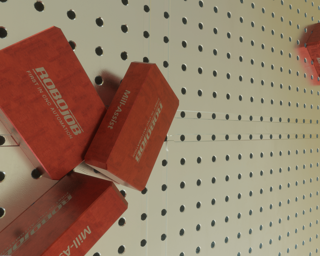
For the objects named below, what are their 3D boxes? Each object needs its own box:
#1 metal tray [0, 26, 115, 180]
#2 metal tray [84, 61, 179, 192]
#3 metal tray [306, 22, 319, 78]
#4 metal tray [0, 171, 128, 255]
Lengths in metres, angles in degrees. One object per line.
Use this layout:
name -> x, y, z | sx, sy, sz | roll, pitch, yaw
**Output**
metal tray -> -0.111, -0.024, 0.314 | 0.090, 0.030, 0.129 | -41, 115, -32
metal tray -> -0.026, -0.001, 0.365 | 0.090, 0.030, 0.130 | 50, 58, -55
metal tray -> 0.404, -0.180, 0.749 | 0.130, 0.030, 0.090 | 50, 60, -28
metal tray -> -0.102, 0.098, 0.282 | 0.131, 0.090, 0.030 | -44, 117, -31
